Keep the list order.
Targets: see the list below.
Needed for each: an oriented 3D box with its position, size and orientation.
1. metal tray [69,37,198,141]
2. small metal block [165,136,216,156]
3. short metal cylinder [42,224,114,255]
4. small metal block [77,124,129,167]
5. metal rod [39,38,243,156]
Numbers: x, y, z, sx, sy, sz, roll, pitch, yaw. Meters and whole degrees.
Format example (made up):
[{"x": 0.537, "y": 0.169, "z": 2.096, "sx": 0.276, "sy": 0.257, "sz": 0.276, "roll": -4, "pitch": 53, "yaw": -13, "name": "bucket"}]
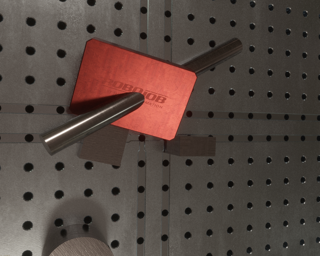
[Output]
[{"x": -0.032, "y": -0.045, "z": 0.372, "sx": 0.131, "sy": 0.030, "sz": 0.089, "roll": 16, "pitch": 107, "yaw": -12, "name": "metal tray"}, {"x": 0.040, "y": 0.023, "z": 0.415, "sx": 0.050, "sy": 0.050, "sz": 0.025, "roll": 2, "pitch": 90, "yaw": -20, "name": "small metal block"}, {"x": -0.097, "y": 0.160, "z": 0.364, "sx": 0.081, "sy": 0.050, "sz": 0.079, "roll": 0, "pitch": 90, "yaw": -20, "name": "short metal cylinder"}, {"x": -0.071, "y": 0.017, "z": 0.387, "sx": 0.050, "sy": 0.025, "sz": 0.050, "roll": 15, "pitch": 85, "yaw": -20, "name": "small metal block"}, {"x": -0.002, "y": -0.052, "z": 0.385, "sx": 0.302, "sy": 0.025, "sz": 0.025, "roll": -31, "pitch": 101, "yaw": -28, "name": "metal rod"}]
